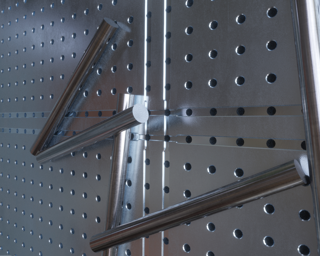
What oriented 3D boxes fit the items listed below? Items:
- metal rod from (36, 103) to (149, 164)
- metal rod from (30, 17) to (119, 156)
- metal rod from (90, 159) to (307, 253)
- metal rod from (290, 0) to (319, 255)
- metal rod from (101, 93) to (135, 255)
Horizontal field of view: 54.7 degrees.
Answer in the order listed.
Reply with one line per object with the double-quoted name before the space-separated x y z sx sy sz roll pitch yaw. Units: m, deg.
"metal rod" -0.124 0.019 0.486 0.299 0.025 0.025 -21 77 44
"metal rod" -0.158 -0.057 0.536 0.298 0.025 0.025 -51 61 27
"metal rod" 0.022 0.104 0.372 0.299 0.025 0.025 -29 72 30
"metal rod" 0.145 -0.022 0.288 0.025 0.025 0.298 -8 85 39
"metal rod" -0.065 0.098 0.460 0.025 0.025 0.298 11 97 39
